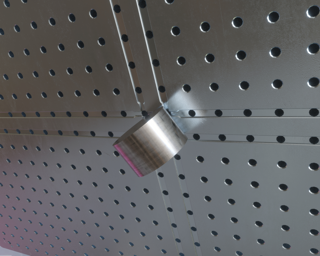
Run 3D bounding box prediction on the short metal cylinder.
[{"bbox_3d":[-0.012,0.017,0.392,0.080,0.080,0.050,-32,100,38],"label":"short metal cylinder"}]
